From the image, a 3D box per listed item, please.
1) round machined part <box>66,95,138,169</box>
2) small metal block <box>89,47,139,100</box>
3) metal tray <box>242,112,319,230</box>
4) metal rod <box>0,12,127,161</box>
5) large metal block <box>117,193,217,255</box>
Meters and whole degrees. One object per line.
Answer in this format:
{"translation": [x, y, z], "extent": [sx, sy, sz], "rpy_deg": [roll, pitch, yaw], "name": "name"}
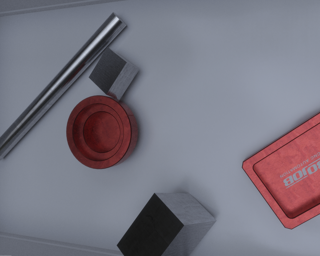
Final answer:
{"translation": [-0.075, 0.005, 0.427], "extent": [0.098, 0.042, 0.097], "rpy_deg": [0, 90, 19], "name": "round machined part"}
{"translation": [-0.064, -0.075, 0.423], "extent": [0.050, 0.025, 0.050], "rpy_deg": [43, 104, 36], "name": "small metal block"}
{"translation": [0.172, 0.041, 0.347], "extent": [0.130, 0.030, 0.090], "rpy_deg": [-37, 79, 16], "name": "metal tray"}
{"translation": [-0.162, -0.053, 0.465], "extent": [0.299, 0.025, 0.025], "rpy_deg": [-43, 77, 14], "name": "metal rod"}
{"translation": [0.010, 0.125, 0.371], "extent": [0.050, 0.080, 0.080], "rpy_deg": [42, 104, 34], "name": "large metal block"}
